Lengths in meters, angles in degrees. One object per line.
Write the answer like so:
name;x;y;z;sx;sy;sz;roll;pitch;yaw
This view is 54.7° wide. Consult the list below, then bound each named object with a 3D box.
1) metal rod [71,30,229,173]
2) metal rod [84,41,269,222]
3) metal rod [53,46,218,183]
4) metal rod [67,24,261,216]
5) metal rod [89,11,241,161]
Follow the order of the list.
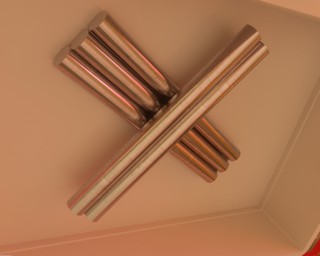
metal rod;0.010;-0.014;0.403;0.025;0.025;0.301;-47;129;4
metal rod;0.018;0.005;0.387;0.300;0.025;0.025;-45;129;3
metal rod;-0.008;0.003;0.403;0.025;0.025;0.301;-47;129;4
metal rod;0.003;-0.007;0.371;0.300;0.025;0.025;-45;129;3
metal rod;0.028;-0.032;0.402;0.025;0.025;0.301;-47;129;4
